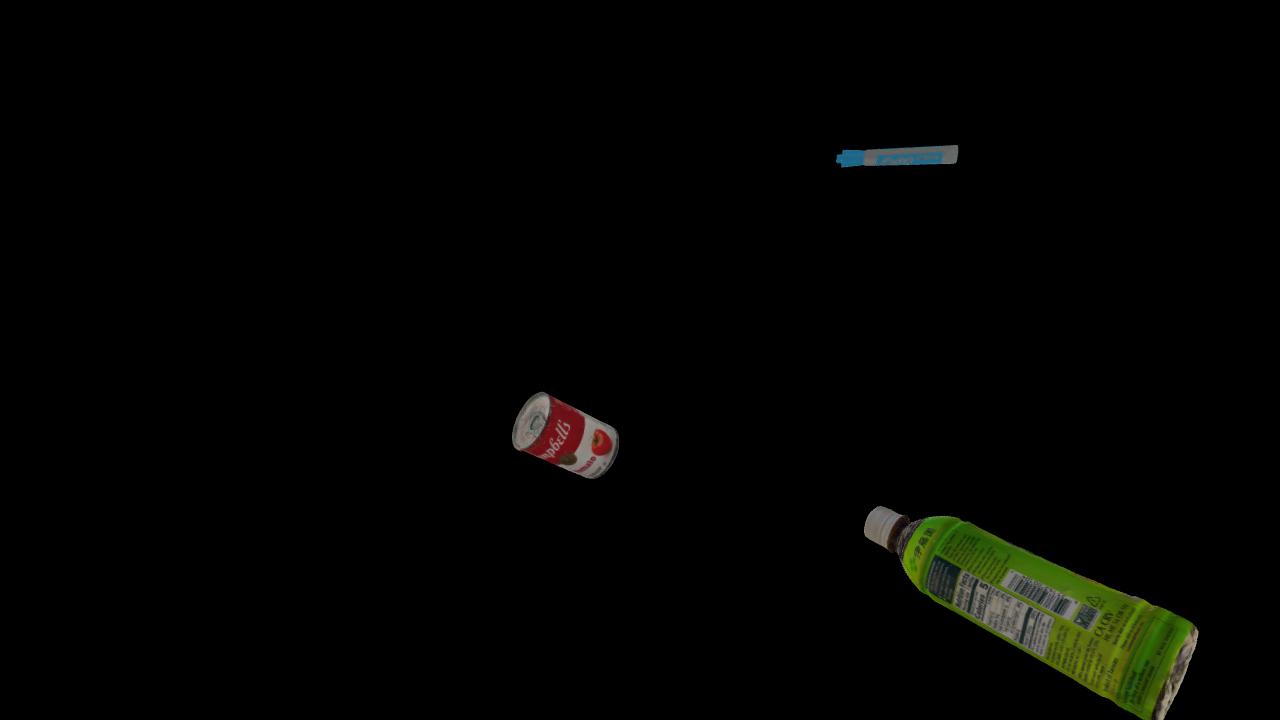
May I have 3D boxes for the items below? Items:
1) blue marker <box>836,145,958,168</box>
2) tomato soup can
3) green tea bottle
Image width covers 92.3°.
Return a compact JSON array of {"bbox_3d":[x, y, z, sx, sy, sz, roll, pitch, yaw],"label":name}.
[{"bbox_3d":[0.276,-0.220,0.665,0.121,0.020,0.020,3,1,17],"label":"blue marker"},{"bbox_3d":[-0.081,0.086,0.684,0.101,0.068,0.068,31,-18,-34],"label":"tomato soup can"},{"bbox_3d":[0.267,0.167,0.455,0.073,0.073,0.212,0,17,-41],"label":"green tea bottle"}]
